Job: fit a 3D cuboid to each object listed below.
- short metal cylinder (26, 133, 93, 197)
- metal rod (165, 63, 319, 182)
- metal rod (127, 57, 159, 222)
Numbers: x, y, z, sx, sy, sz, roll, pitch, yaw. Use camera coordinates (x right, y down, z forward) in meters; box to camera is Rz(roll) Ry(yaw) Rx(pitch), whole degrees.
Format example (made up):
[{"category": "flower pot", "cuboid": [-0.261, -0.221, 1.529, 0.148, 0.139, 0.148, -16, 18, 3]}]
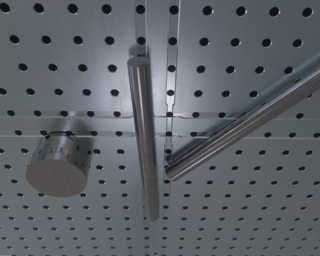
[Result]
[{"category": "short metal cylinder", "cuboid": [-0.141, 0.054, 0.439, 0.081, 0.050, 0.079, 0, 130, 0]}, {"category": "metal rod", "cuboid": [0.122, -0.011, 0.403, 0.025, 0.025, 0.299, 37, 121, -27]}, {"category": "metal rod", "cuboid": [-0.019, 0.039, 0.444, 0.025, 0.025, 0.298, -2, 130, 1]}]
